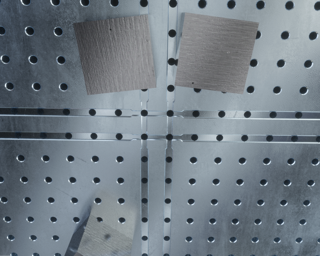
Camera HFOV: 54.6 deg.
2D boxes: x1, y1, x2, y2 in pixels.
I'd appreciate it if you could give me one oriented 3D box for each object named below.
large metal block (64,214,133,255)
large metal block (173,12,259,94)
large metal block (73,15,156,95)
[{"bbox_3d":[-0.091,0.187,0.452,0.080,0.080,0.050,36,106,-12],"label":"large metal block"},{"bbox_3d":[0.062,-0.090,0.367,0.080,0.050,0.079,7,110,-3],"label":"large metal block"},{"bbox_3d":[-0.048,-0.088,0.367,0.080,0.050,0.080,-6,110,2],"label":"large metal block"}]
